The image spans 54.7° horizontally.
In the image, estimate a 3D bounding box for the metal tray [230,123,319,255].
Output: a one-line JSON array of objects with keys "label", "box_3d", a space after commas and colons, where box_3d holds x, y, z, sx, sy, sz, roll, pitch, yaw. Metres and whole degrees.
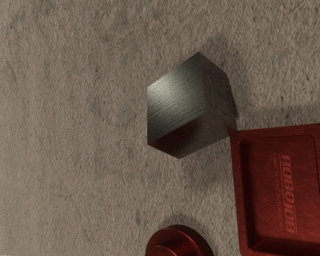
[{"label": "metal tray", "box_3d": [0.121, 0.064, 0.301, 0.090, 0.030, 0.129, -7, 86, 39]}]

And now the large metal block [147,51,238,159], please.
[{"label": "large metal block", "box_3d": [0.032, -0.022, 0.342, 0.080, 0.050, 0.080, -30, 47, 35]}]

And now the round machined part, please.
[{"label": "round machined part", "box_3d": [0.017, 0.173, 0.378, 0.098, 0.042, 0.097, 0, 90, 39]}]
